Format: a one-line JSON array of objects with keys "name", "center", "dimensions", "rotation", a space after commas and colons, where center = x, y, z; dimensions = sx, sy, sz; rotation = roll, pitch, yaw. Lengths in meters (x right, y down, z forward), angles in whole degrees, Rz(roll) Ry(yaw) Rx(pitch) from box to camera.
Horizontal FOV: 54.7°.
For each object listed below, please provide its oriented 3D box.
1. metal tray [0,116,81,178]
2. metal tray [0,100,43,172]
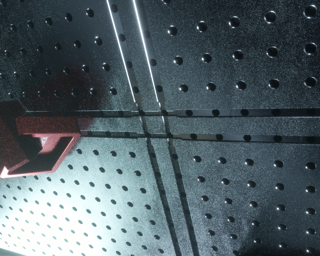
[{"name": "metal tray", "center": [-0.192, 0.032, 0.486], "dimensions": [0.129, 0.091, 0.030], "rotation": [-46, 57, 39]}, {"name": "metal tray", "center": [-0.219, 0.006, 0.464], "dimensions": [0.030, 0.130, 0.090], "rotation": [-31, 101, -5]}]
